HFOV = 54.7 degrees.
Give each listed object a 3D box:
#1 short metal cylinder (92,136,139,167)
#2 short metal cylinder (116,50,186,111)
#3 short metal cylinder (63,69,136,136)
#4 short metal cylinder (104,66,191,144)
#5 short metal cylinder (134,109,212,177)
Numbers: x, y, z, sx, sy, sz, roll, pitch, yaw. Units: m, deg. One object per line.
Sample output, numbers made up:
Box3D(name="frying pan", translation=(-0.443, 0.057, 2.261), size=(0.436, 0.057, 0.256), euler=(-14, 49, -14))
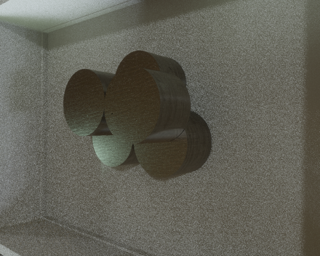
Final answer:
Box3D(name="short metal cylinder", translation=(-0.048, 0.011, 0.428), size=(0.080, 0.050, 0.080), euler=(0, 90, 40))
Box3D(name="short metal cylinder", translation=(-0.013, -0.055, 0.400), size=(0.080, 0.050, 0.080), euler=(0, 90, 40))
Box3D(name="short metal cylinder", translation=(-0.076, -0.030, 0.386), size=(0.080, 0.050, 0.080), euler=(0, 90, 40))
Box3D(name="short metal cylinder", translation=(-0.014, -0.023, 0.334), size=(0.080, 0.050, 0.080), euler=(0, 90, 40))
Box3D(name="short metal cylinder", translation=(0.015, 0.017, 0.376), size=(0.080, 0.050, 0.080), euler=(0, 90, 40))
